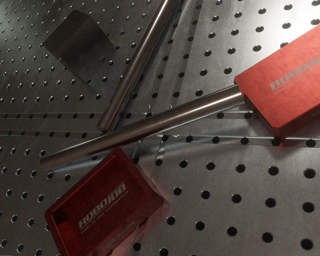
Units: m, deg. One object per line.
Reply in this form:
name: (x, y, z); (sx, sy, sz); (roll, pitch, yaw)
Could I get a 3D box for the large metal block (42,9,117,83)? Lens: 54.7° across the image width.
large metal block: (-0.134, -0.138, 0.526); (0.050, 0.080, 0.080); (33, 80, 38)

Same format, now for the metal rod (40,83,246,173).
metal rod: (-0.038, 0.008, 0.404); (0.300, 0.025, 0.025); (-20, 54, 23)

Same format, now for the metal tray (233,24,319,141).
metal tray: (0.164, -0.056, 0.353); (0.130, 0.030, 0.090); (-32, 52, 7)

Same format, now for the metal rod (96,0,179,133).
metal rod: (-0.024, -0.125, 0.495); (0.025, 0.025, 0.300); (11, 67, 32)

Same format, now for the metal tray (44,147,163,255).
metal tray: (-0.071, 0.097, 0.380); (0.130, 0.030, 0.090); (-42, 51, -2)
